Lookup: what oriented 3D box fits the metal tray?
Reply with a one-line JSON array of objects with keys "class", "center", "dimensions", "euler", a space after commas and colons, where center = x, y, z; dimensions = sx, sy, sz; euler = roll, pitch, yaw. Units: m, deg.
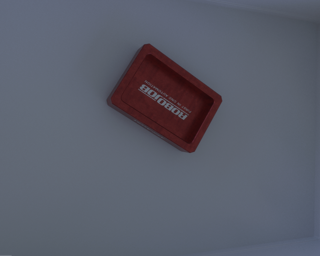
[{"class": "metal tray", "center": [0.008, -0.036, 0.410], "dimensions": [0.130, 0.030, 0.090], "euler": [33, 79, -17]}]
